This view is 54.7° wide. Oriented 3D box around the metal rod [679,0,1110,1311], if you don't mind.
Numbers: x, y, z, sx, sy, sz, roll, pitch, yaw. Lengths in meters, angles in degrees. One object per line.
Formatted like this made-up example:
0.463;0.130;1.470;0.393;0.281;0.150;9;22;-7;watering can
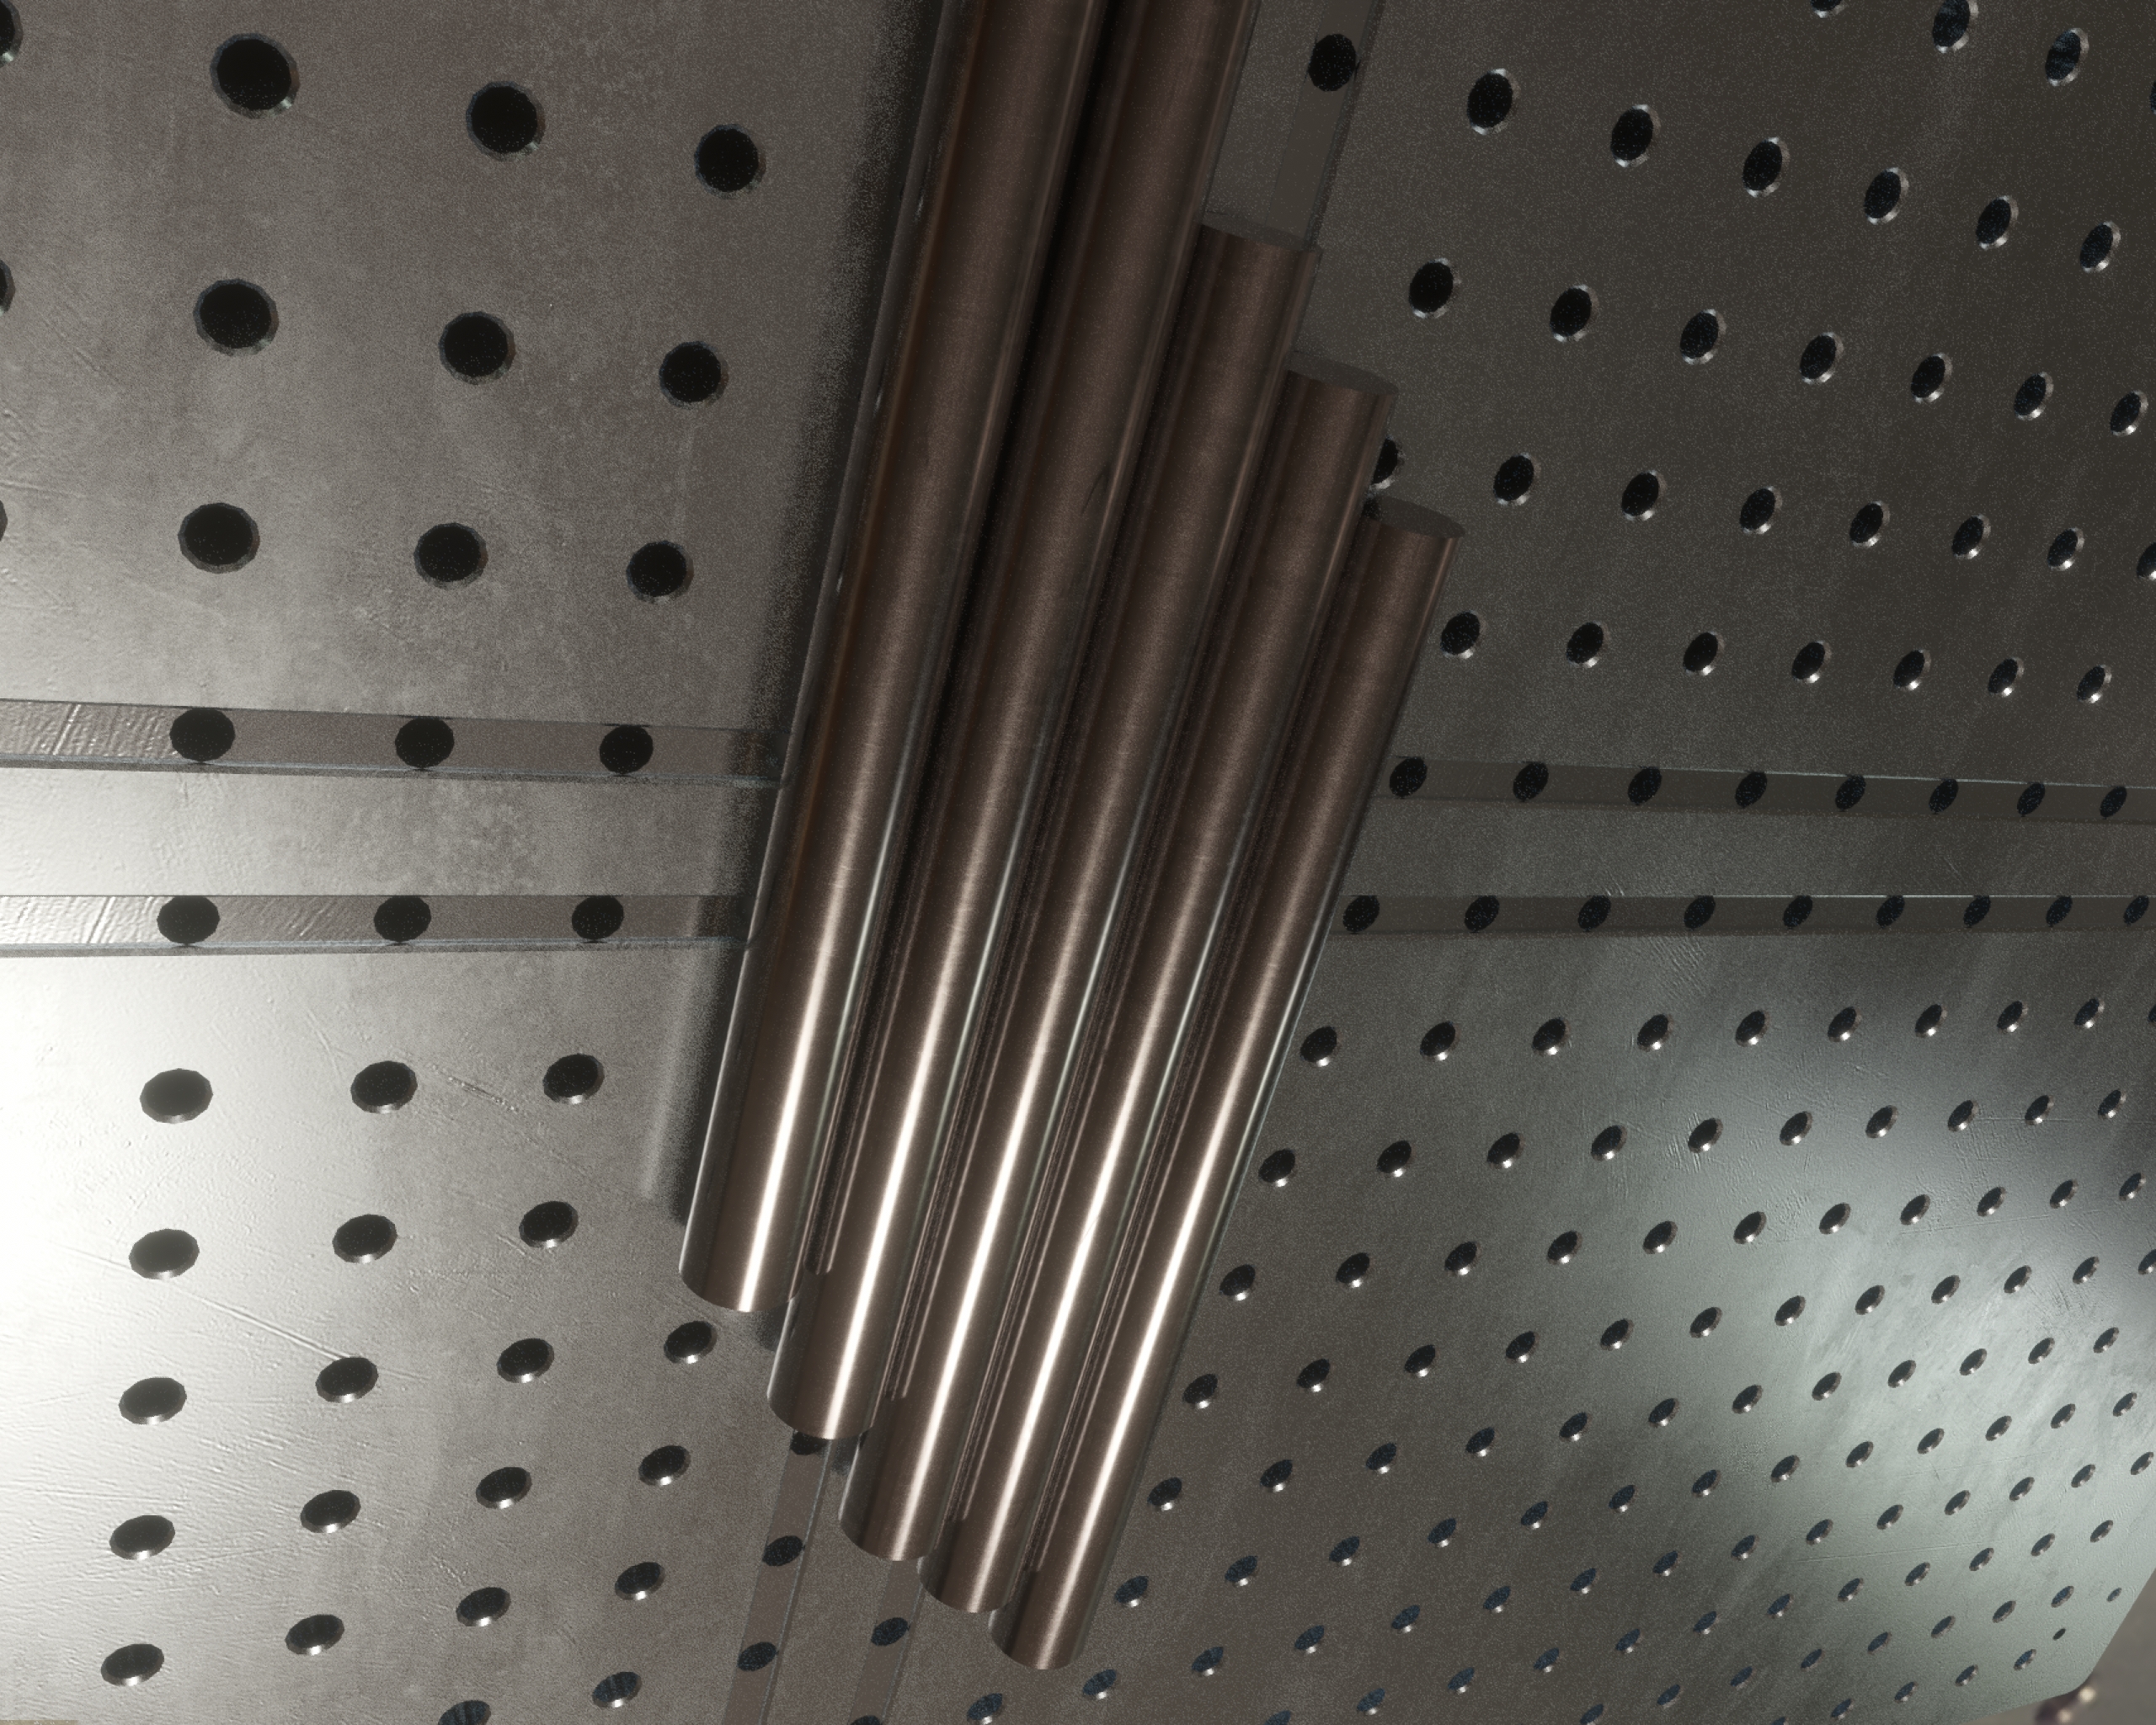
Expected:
-0.032;-0.047;0.365;0.025;0.025;0.298;1;118;-29;metal rod

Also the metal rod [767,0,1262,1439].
-0.018;-0.014;0.393;0.025;0.025;0.298;1;118;-29;metal rod

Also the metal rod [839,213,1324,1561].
-0.006;0.021;0.422;0.025;0.025;0.298;1;118;-29;metal rod

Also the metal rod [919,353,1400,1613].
0.010;0.041;0.443;0.025;0.025;0.298;1;118;-29;metal rod

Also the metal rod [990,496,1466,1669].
0.026;0.063;0.466;0.025;0.025;0.298;1;118;-29;metal rod
